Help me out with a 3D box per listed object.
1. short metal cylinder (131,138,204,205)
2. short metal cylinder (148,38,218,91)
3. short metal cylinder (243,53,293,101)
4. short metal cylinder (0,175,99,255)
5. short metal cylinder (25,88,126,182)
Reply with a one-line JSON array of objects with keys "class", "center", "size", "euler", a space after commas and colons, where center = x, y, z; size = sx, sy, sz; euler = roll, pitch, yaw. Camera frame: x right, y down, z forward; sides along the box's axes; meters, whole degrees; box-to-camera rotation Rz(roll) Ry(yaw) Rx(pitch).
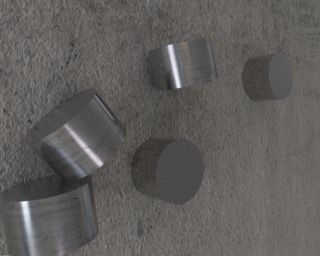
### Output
[{"class": "short metal cylinder", "center": [0.010, 0.053, 0.397], "size": [0.081, 0.050, 0.080], "euler": [0, 90, -40]}, {"class": "short metal cylinder", "center": [0.029, -0.080, 0.393], "size": [0.081, 0.080, 0.050], "euler": [-21, 103, -38]}, {"class": "short metal cylinder", "center": [0.191, -0.088, 0.548], "size": [0.081, 0.050, 0.080], "euler": [0, 90, -40]}, {"class": "short metal cylinder", "center": [-0.100, 0.077, 0.285], "size": [0.081, 0.080, 0.050], "euler": [-12, 98, -39]}, {"class": "short metal cylinder", "center": [-0.080, 0.005, 0.301], "size": [0.080, 0.080, 0.050], "euler": [-49, 119, -29]}]
